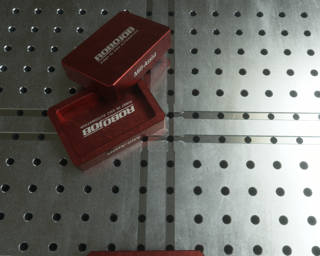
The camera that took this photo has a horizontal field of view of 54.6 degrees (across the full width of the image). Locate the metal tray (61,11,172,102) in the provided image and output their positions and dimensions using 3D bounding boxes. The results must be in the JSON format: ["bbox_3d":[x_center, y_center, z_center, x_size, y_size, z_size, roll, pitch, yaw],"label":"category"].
[{"bbox_3d":[-0.056,-0.103,0.424,0.090,0.030,0.130,28,61,23],"label":"metal tray"}]

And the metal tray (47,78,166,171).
[{"bbox_3d":[-0.070,-0.014,0.413,0.131,0.030,0.090,-29,73,-10],"label":"metal tray"}]

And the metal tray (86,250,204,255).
[{"bbox_3d":[-0.016,0.181,0.330,0.131,0.030,0.090,0,54,0],"label":"metal tray"}]
